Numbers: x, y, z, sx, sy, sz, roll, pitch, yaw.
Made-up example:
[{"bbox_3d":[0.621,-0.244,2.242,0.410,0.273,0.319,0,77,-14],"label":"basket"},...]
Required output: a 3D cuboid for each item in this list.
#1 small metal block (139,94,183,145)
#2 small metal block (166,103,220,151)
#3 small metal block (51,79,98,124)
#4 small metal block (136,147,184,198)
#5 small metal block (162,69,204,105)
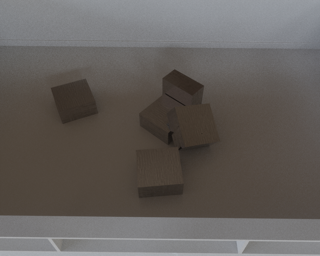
[{"bbox_3d":[0.008,-0.013,0.416,0.050,0.025,0.050,34,58,25],"label":"small metal block"},{"bbox_3d":[0.041,-0.001,0.385,0.050,0.025,0.050,-8,77,-26],"label":"small metal block"},{"bbox_3d":[-0.120,-0.039,0.437,0.050,0.025,0.050,-18,53,-15],"label":"small metal block"},{"bbox_3d":[-0.001,0.051,0.362,0.050,0.025,0.050,-4,50,-3],"label":"small metal block"},{"bbox_3d":[0.030,-0.045,0.427,0.050,0.050,0.025,34,58,25],"label":"small metal block"}]
